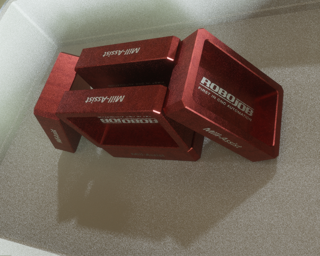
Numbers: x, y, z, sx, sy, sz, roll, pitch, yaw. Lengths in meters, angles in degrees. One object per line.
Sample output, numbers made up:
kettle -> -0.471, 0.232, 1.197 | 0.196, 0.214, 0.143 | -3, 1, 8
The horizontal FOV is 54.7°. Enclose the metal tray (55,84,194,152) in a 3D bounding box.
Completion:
metal tray -> -0.038, -0.008, 0.348 | 0.130, 0.090, 0.030 | 0, 62, 28

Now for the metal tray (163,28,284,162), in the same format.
metal tray -> 0.072, -0.030, 0.318 | 0.030, 0.131, 0.090 | -22, 47, 53

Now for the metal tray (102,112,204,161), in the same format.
metal tray -> -0.006, -0.006, 0.408 | 0.130, 0.030, 0.090 | 0, 62, 27

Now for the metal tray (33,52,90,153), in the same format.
metal tray -> -0.125, -0.029, 0.422 | 0.030, 0.129, 0.090 | 15, 66, -1

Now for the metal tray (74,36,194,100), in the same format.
metal tray -> -0.024, -0.061, 0.373 | 0.130, 0.090, 0.030 | 0, 62, 28
